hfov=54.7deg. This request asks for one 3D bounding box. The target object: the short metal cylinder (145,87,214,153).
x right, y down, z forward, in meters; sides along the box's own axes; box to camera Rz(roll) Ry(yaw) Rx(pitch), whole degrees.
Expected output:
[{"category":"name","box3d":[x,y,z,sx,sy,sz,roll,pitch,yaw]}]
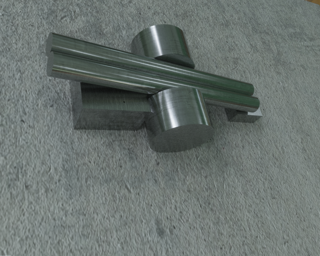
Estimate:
[{"category":"short metal cylinder","box3d":[0.022,-0.008,0.386,0.081,0.080,0.050,1,61,-28]}]

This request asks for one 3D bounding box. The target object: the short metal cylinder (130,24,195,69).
[{"category":"short metal cylinder","box3d":[0.003,-0.096,0.430,0.081,0.080,0.050,1,61,-28]}]

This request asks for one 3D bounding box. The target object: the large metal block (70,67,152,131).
[{"category":"large metal block","box3d":[-0.064,-0.043,0.382,0.081,0.050,0.080,2,61,-27]}]

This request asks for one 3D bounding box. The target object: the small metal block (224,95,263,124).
[{"category":"small metal block","box3d":[0.130,-0.036,0.497,0.050,0.025,0.050,3,61,-27]}]

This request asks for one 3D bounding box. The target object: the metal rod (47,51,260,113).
[{"category":"metal rod","box3d":[0.017,-0.049,0.387,0.302,0.025,0.025,6,59,-34]}]

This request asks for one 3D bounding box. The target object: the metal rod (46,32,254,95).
[{"category":"metal rod","box3d":[0.012,-0.071,0.398,0.302,0.025,0.025,6,59,-34]}]
